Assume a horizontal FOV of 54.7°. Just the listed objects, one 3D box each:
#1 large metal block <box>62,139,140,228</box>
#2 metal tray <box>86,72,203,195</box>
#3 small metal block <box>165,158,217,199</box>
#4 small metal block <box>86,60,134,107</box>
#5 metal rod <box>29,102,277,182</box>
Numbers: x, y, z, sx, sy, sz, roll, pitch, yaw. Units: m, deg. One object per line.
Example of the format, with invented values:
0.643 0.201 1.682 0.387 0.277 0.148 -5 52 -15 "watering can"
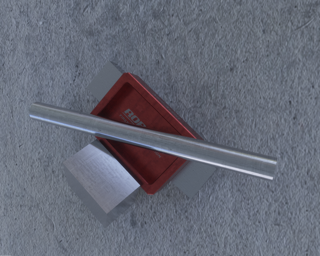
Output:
-0.076 0.073 0.397 0.050 0.080 0.080 -38 74 -27 "large metal block"
-0.021 0.006 0.387 0.130 0.030 0.090 45 104 14 "metal tray"
0.039 0.053 0.396 0.050 0.025 0.050 40 102 15 "small metal block"
-0.065 -0.057 0.432 0.050 0.025 0.050 46 104 14 "small metal block"
-0.024 0.010 0.359 0.301 0.025 0.025 13 94 19 "metal rod"
